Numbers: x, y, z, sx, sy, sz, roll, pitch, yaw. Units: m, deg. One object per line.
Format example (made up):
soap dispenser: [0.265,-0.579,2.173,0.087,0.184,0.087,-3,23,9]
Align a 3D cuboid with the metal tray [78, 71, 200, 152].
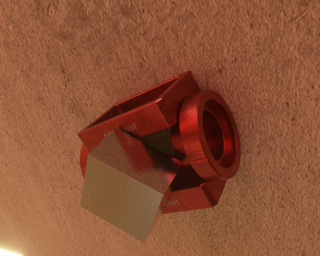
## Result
metal tray: [-0.025,-0.018,0.368,0.130,0.090,0.030,-19,108,35]

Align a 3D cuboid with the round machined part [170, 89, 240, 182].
round machined part: [0.048,0.010,0.341,0.042,0.098,0.098,-17,110,34]

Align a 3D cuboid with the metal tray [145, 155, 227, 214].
metal tray: [0.021,0.067,0.394,0.130,0.090,0.030,-19,109,35]

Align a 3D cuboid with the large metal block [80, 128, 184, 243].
large metal block: [-0.032,0.060,0.325,0.080,0.050,0.079,26,128,11]

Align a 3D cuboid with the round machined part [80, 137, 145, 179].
round machined part: [-0.055,0.044,0.415,0.042,0.098,0.098,-17,110,34]
